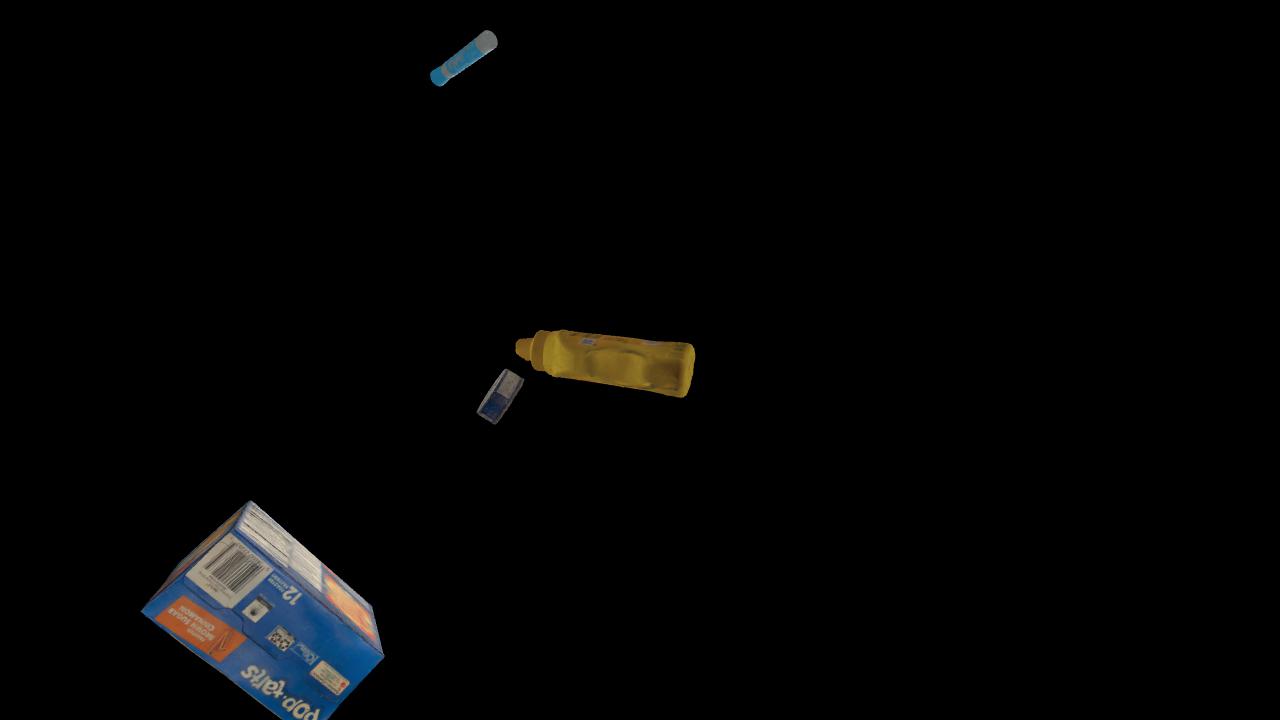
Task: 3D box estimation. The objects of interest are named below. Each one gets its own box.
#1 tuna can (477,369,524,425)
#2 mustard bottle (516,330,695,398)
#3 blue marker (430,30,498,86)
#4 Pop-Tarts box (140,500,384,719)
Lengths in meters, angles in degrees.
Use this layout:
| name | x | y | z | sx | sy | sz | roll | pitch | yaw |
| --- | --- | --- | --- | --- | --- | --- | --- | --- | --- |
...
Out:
| name | x | y | z | sx | sy | sz | roll | pitch | yaw |
| --- | --- | --- | --- | --- | --- | --- | --- | --- | --- |
| tuna can | -0.215 | 0.056 | 0.947 | 0.034 | 0.084 | 0.084 | 34 | -9 | -13 |
| mustard bottle | -0.039 | -0.002 | 0.628 | 0.184 | 0.054 | 0.092 | 8 | 14 | 10 |
| blue marker | -0.198 | -0.331 | 0.681 | 0.020 | 0.020 | 0.121 | 0 | -2 | -45 |
| Pop-Tarts box | -0.323 | 0.221 | 0.546 | 0.083 | 0.167 | 0.141 | -45 | 18 | -21 |
